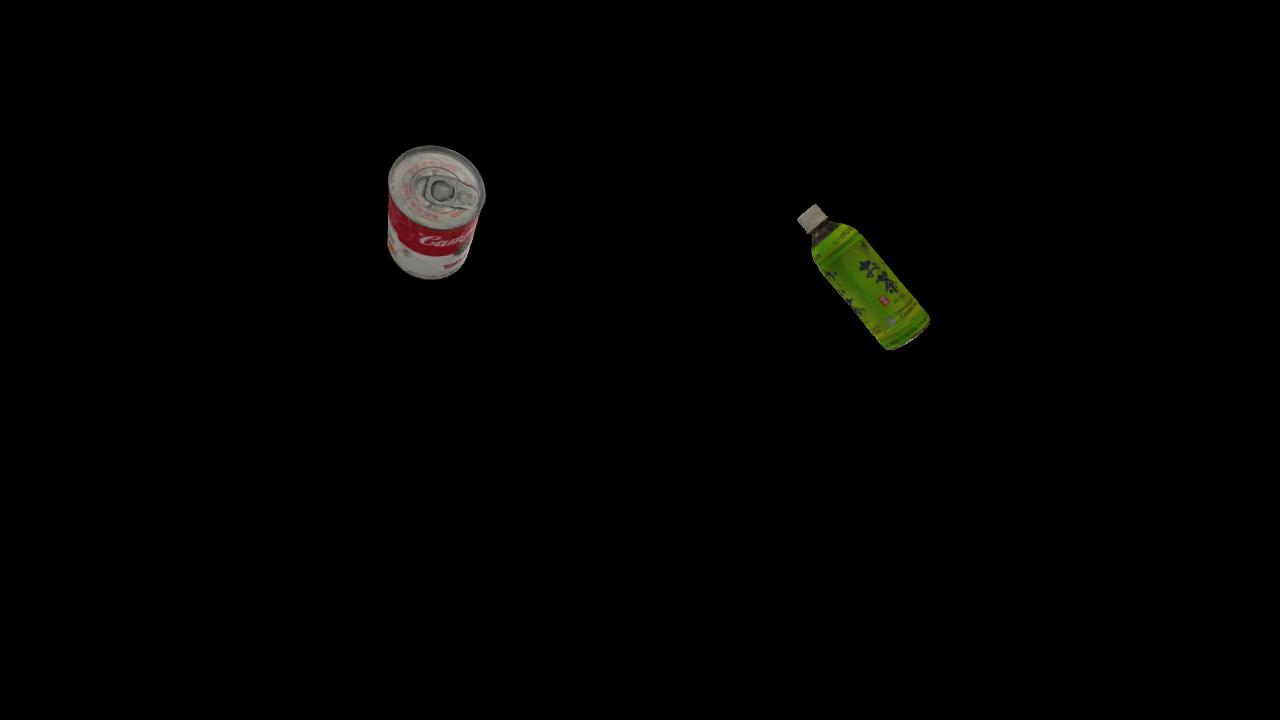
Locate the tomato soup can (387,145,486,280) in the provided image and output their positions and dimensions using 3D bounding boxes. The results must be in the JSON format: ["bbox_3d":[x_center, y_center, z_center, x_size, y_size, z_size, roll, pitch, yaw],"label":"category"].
[{"bbox_3d":[-0.164,-0.111,0.486,0.068,0.068,0.101,0,-15,-23],"label":"tomato soup can"}]

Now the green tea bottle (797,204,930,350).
[{"bbox_3d":[0.283,-0.112,0.799,0.073,0.212,0.073,-40,-1,-1],"label":"green tea bottle"}]
